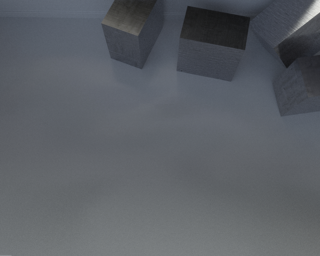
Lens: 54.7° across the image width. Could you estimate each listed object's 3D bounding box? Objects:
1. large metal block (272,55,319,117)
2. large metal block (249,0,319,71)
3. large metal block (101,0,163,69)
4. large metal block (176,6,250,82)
[{"bbox_3d":[0.204,-0.055,0.399,0.081,0.080,0.050,-8,76,-3],"label":"large metal block"},{"bbox_3d":[0.178,-0.134,0.412,0.080,0.050,0.080,-38,38,18],"label":"large metal block"},{"bbox_3d":[-0.035,-0.143,0.432,0.050,0.080,0.080,21,72,7],"label":"large metal block"},{"bbox_3d":[0.069,-0.111,0.421,0.080,0.080,0.050,12,71,4],"label":"large metal block"}]
